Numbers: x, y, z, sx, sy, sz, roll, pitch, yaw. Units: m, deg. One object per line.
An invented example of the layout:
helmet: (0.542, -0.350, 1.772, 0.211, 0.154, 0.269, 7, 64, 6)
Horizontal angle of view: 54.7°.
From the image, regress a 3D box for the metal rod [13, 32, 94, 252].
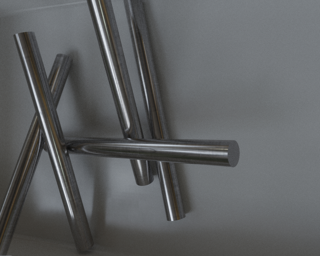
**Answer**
metal rod: (-0.138, 0.026, 0.413, 0.025, 0.025, 0.298, -8, 102, 20)

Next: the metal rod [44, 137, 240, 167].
metal rod: (-0.050, 0.025, 0.378, 0.300, 0.025, 0.025, 0, 90, 38)

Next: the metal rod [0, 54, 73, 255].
metal rod: (-0.171, 0.034, 0.411, 0.025, 0.025, 0.299, 4, 68, 20)

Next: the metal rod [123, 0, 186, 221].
metal rod: (-0.008, -0.029, 0.413, 0.025, 0.025, 0.298, -13, 86, 19)

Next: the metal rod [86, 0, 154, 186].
metal rod: (-0.049, -0.063, 0.362, 0.025, 0.025, 0.298, -3, 115, 20)
